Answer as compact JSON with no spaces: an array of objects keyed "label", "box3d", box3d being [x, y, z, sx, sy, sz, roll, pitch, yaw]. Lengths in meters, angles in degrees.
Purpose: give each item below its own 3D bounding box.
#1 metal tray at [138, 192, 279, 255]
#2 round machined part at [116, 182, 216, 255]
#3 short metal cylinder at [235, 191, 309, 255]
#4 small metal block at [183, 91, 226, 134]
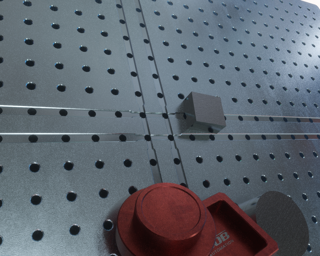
[{"label":"metal tray","box3d":[0.048,0.129,0.326,0.131,0.030,0.090,-17,44,-34]},{"label":"round machined part","box3d":[0.007,0.092,0.304,0.099,0.042,0.098,8,35,-5]},{"label":"short metal cylinder","box3d":[0.136,0.125,0.389,0.081,0.050,0.080,14,56,-21]},{"label":"small metal block","box3d":[0.066,-0.022,0.457,0.050,0.025,0.050,9,58,-24]}]
